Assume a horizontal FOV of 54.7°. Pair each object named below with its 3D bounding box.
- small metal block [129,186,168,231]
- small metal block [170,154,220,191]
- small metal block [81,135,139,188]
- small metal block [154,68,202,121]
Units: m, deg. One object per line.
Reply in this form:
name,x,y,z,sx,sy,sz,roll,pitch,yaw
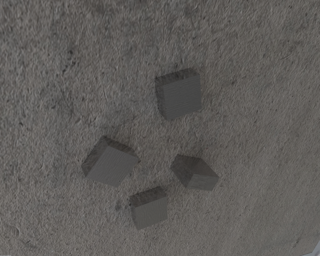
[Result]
small metal block,-0.017,0.122,0.473,0.050,0.025,0.050,-16,125,-20
small metal block,0.051,0.066,0.459,0.050,0.050,0.025,13,112,-34
small metal block,-0.064,0.044,0.399,0.050,0.025,0.050,28,103,-38
small metal block,0.024,-0.043,0.393,0.050,0.025,0.050,-20,126,-17
